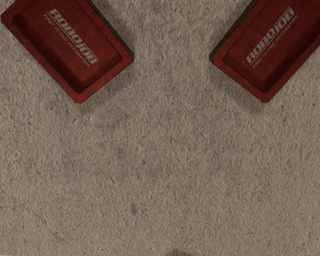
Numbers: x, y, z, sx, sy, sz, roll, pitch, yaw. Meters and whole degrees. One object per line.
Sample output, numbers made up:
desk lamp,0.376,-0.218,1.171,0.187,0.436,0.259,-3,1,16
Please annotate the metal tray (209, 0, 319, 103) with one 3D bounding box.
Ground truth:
metal tray,0.134,-0.107,0.369,0.090,0.030,0.129,35,106,-13

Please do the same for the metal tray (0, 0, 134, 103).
metal tray,-0.105,-0.106,0.366,0.090,0.030,0.130,-37,107,12
